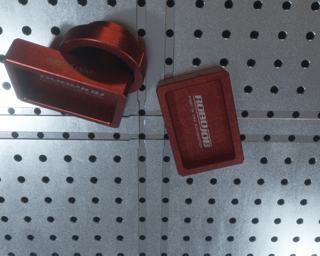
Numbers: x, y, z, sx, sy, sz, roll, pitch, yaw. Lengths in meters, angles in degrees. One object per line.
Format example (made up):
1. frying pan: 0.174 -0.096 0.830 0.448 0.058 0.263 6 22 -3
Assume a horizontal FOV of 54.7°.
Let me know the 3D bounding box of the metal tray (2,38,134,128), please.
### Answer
1. metal tray: -0.103 -0.047 0.363 0.131 0.030 0.090 16 154 -7

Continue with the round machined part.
1. round machined part: -0.061 -0.083 0.355 0.099 0.042 0.098 11 154 6

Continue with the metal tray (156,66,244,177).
1. metal tray: 0.054 -0.007 0.409 0.090 0.030 0.129 -14 110 4
